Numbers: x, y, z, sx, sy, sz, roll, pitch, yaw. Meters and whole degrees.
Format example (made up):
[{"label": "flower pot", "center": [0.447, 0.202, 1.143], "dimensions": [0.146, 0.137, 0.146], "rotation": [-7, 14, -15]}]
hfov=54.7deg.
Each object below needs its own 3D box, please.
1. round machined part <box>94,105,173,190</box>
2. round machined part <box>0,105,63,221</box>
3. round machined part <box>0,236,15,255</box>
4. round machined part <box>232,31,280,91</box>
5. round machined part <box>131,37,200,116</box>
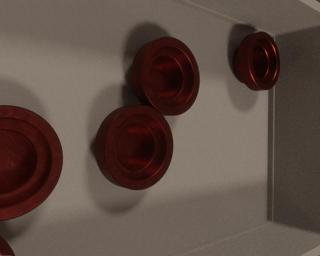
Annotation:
[{"label": "round machined part", "center": [-0.034, 0.022, 0.369], "dimensions": [0.099, 0.042, 0.097], "rotation": [0, 90, -40]}, {"label": "round machined part", "center": [-0.143, 0.029, 0.277], "dimensions": [0.099, 0.042, 0.097], "rotation": [0, 90, -40]}, {"label": "round machined part", "center": [-0.166, 0.129, 0.241], "dimensions": [0.098, 0.042, 0.098], "rotation": [42, 39, -45]}, {"label": "round machined part", "center": [0.163, -0.113, 0.535], "dimensions": [0.099, 0.042, 0.097], "rotation": [0, 90, -40]}, {"label": "round machined part", "center": [0.003, -0.064, 0.400], "dimensions": [0.099, 0.042, 0.097], "rotation": [0, 90, -40]}]
